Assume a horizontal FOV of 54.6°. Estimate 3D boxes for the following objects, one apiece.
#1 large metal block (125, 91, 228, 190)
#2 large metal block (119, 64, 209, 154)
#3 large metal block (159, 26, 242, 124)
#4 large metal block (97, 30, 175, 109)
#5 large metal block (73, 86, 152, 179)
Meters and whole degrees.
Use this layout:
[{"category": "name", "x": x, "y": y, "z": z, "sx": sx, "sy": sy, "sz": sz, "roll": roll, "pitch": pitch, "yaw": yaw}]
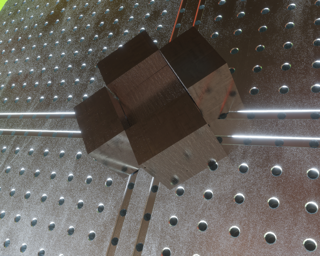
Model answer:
[{"category": "large metal block", "x": 0.020, "y": 0.018, "z": 0.353, "sx": 0.080, "sy": 0.080, "sz": 0.050, "roll": -32, "pitch": 52, "yaw": 7}, {"category": "large metal block", "x": 0.003, "y": -0.022, "z": 0.403, "sx": 0.080, "sy": 0.050, "sz": 0.080, "roll": -34, "pitch": 50, "yaw": 8}, {"category": "large metal block", "x": 0.051, "y": -0.064, "z": 0.386, "sx": 0.050, "sy": 0.080, "sz": 0.080, "roll": -33, "pitch": 52, "yaw": 6}, {"category": "large metal block", "x": -0.027, "y": -0.074, "z": 0.434, "sx": 0.080, "sy": 0.080, "sz": 0.050, "roll": -34, "pitch": 51, "yaw": 6}, {"category": "large metal block", "x": -0.058, "y": 0.007, "z": 0.400, "sx": 0.050, "sy": 0.080, "sz": 0.080, "roll": -34, "pitch": 52, "yaw": 6}]
